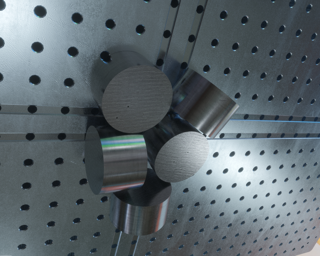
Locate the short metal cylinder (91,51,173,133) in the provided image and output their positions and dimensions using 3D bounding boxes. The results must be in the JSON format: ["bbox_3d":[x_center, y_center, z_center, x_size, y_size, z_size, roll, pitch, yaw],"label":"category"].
[{"bbox_3d":[-0.033,-0.041,0.351,0.081,0.050,0.079,-13,124,-20],"label":"short metal cylinder"}]

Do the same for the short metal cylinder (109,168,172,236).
[{"bbox_3d":[-0.027,0.097,0.420,0.081,0.080,0.050,-6,122,-25],"label":"short metal cylinder"}]

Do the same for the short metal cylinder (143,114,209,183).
[{"bbox_3d":[0.019,0.027,0.422,0.081,0.050,0.079,-14,125,-21],"label":"short metal cylinder"}]

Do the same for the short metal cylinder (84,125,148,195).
[{"bbox_3d":[-0.055,0.036,0.369,0.050,0.080,0.079,-3,120,-28],"label":"short metal cylinder"}]

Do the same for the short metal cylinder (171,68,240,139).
[{"bbox_3d":[0.051,-0.030,0.384,0.080,0.080,0.050,32,100,-38],"label":"short metal cylinder"}]
